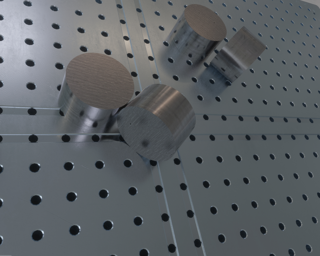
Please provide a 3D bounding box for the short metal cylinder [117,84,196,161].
[{"bbox_3d":[-0.004,-0.006,0.374,0.080,0.080,0.050,41,51,0],"label":"short metal cylinder"}]

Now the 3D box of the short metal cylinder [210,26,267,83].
[{"bbox_3d":[0.130,-0.121,0.516,0.050,0.080,0.080,43,51,1],"label":"short metal cylinder"}]

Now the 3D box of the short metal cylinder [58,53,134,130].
[{"bbox_3d":[-0.078,-0.044,0.377,0.081,0.050,0.080,14,56,-21],"label":"short metal cylinder"}]

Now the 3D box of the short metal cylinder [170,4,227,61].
[{"bbox_3d":[0.065,-0.162,0.525,0.081,0.050,0.080,14,56,-21],"label":"short metal cylinder"}]
